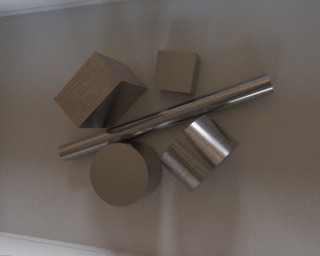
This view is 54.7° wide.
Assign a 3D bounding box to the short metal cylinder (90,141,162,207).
[{"bbox_3d":[-0.044,0.058,0.409,0.080,0.050,0.079,0,90,19],"label":"short metal cylinder"}]

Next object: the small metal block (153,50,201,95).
[{"bbox_3d":[0.022,-0.071,0.400,0.050,0.025,0.050,9,93,19],"label":"small metal block"}]

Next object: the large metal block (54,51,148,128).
[{"bbox_3d":[-0.074,-0.045,0.405,0.080,0.080,0.050,-45,76,14],"label":"large metal block"}]

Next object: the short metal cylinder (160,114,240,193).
[{"bbox_3d":[0.047,0.030,0.363,0.050,0.080,0.080,44,104,14],"label":"short metal cylinder"}]

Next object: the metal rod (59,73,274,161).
[{"bbox_3d":[-0.006,-0.008,0.410,0.301,0.025,0.025,-18,84,18],"label":"metal rod"}]
